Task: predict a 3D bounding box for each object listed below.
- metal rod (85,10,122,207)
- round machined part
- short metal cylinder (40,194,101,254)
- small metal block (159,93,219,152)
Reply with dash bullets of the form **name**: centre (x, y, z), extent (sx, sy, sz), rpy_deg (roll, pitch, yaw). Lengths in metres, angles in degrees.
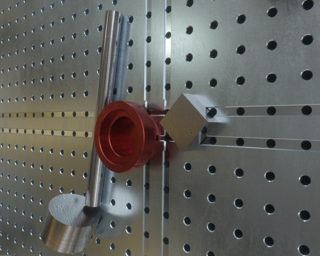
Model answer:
- **metal rod**: centre (-0.088, -0.026, 0.479), extent (0.025, 0.025, 0.298), rpy_deg (13, 98, 39)
- **round machined part**: centre (-0.044, 0.012, 0.432), extent (0.098, 0.042, 0.097), rpy_deg (0, 90, 39)
- **short metal cylinder**: centre (-0.140, 0.148, 0.486), extent (0.080, 0.081, 0.050), rpy_deg (34, 111, 34)
- **small metal block**: centre (0.035, -0.007, 0.379), extent (0.050, 0.025, 0.050), rpy_deg (-52, 60, 27)
